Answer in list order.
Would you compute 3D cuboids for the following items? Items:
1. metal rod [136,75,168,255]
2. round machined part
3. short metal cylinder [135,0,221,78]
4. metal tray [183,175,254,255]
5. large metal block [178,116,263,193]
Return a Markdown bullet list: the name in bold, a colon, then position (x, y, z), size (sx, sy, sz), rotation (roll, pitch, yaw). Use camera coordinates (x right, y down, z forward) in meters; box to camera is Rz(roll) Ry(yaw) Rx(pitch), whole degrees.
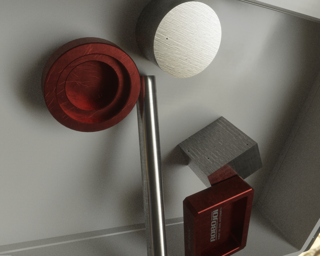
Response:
- **metal rod**: position (-0.008, 0.087, 0.379), size (0.025, 0.025, 0.298), rotation (-6, 96, -26)
- **round machined part**: position (-0.074, -0.048, 0.329), size (0.099, 0.042, 0.097), rotation (-14, 125, -21)
- **short metal cylinder**: position (0.020, -0.102, 0.342), size (0.081, 0.050, 0.079), rotation (-14, 125, -21)
- **metal tray**: position (0.080, 0.136, 0.431), size (0.091, 0.030, 0.129), rotation (-18, 127, -19)
- **large metal block**: position (0.086, 0.039, 0.447), size (0.080, 0.080, 0.050), rotation (-32, 129, -8)
